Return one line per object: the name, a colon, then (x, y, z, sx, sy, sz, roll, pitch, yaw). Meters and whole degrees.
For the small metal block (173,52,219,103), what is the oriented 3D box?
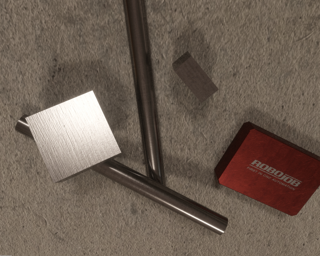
small metal block: (0.041, -0.063, 0.374, 0.025, 0.050, 0.050, -39, 106, 13)

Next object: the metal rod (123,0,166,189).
metal rod: (-0.018, -0.043, 0.393, 0.025, 0.025, 0.298, -6, 110, 2)

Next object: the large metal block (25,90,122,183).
large metal block: (-0.100, 0.012, 0.374, 0.080, 0.050, 0.080, -24, 85, -10)

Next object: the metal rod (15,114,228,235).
metal rod: (-0.048, 0.063, 0.411, 0.301, 0.025, 0.025, 28, 108, -2)

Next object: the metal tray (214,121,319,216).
metal tray: (0.154, 0.058, 0.431, 0.131, 0.030, 0.089, 25, 108, -10)
